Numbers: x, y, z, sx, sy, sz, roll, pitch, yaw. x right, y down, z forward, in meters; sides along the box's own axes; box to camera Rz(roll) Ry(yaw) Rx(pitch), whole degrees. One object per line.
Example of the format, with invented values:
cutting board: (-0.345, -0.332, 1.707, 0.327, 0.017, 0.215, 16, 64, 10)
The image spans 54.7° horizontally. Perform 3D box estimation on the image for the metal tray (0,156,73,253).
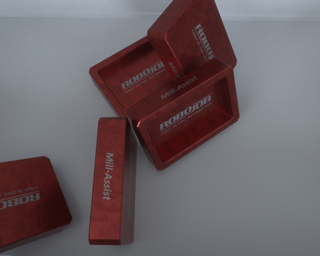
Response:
metal tray: (-0.172, 0.084, 0.332, 0.131, 0.030, 0.090, -7, 62, -47)

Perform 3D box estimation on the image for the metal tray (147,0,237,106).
metal tray: (0.047, -0.099, 0.393, 0.030, 0.130, 0.090, 21, 68, 41)

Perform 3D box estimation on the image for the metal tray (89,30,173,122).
metal tray: (-0.020, -0.075, 0.433, 0.131, 0.030, 0.090, -33, 74, -12)

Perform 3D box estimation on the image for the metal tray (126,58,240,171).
metal tray: (0.034, -0.015, 0.379, 0.131, 0.090, 0.030, -32, 44, -11)

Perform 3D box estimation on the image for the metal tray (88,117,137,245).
metal tray: (-0.049, 0.062, 0.350, 0.030, 0.090, 0.130, -1, 70, 3)
